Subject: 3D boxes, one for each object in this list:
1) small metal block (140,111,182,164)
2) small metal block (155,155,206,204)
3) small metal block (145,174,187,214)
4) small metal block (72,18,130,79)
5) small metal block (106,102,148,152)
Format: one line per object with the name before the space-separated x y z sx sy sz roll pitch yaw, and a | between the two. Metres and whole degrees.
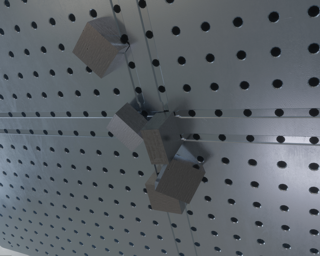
small metal block | 0.003 0.012 0.401 0.025 0.050 0.050 -4 116 27
small metal block | 0.026 0.067 0.419 0.050 0.025 0.050 23 103 -8
small metal block | 0.010 0.099 0.468 0.050 0.025 0.050 1 119 27
small metal block | -0.075 -0.100 0.390 0.050 0.025 0.050 43 129 -1
small metal block | -0.041 0.000 0.424 0.050 0.025 0.050 43 148 -2
